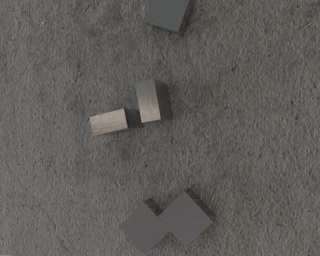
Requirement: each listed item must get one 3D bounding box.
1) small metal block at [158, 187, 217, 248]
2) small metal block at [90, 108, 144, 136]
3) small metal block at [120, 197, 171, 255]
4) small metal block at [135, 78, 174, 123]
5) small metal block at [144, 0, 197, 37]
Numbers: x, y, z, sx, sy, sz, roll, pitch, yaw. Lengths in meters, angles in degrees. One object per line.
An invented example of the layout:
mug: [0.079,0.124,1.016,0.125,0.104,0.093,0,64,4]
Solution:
small metal block: [0.035,0.113,0.397,0.050,0.025,0.050,46,104,14]
small metal block: [-0.057,-0.007,0.416,0.050,0.050,0.025,-13,86,19]
small metal block: [-0.016,0.131,0.415,0.050,0.025,0.050,45,104,14]
small metal block: [-0.006,-0.033,0.398,0.025,0.050,0.050,-11,87,20]
small metal block: [0.013,-0.153,0.404,0.050,0.025,0.050,22,97,18]
